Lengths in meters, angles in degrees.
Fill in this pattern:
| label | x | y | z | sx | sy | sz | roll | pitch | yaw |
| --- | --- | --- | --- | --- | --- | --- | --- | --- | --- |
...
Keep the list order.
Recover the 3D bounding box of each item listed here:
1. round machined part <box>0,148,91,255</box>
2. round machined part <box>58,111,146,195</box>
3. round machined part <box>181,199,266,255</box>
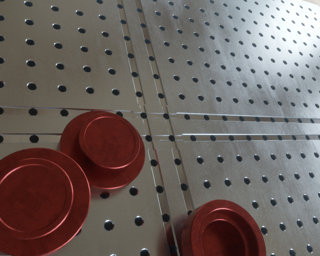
| label | x | y | z | sx | sy | sz | roll | pitch | yaw |
| --- | --- | --- | --- | --- | --- | --- | --- | --- | --- |
| round machined part | -0.113 | 0.065 | 0.280 | 0.099 | 0.042 | 0.098 | 4 | 71 | -13 |
| round machined part | -0.062 | 0.022 | 0.351 | 0.099 | 0.042 | 0.098 | 13 | 56 | -21 |
| round machined part | 0.067 | 0.135 | 0.351 | 0.099 | 0.042 | 0.098 | 13 | 56 | -21 |
